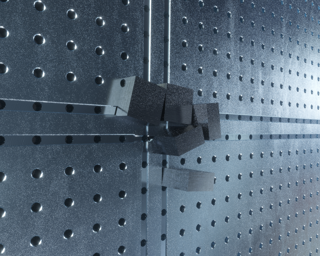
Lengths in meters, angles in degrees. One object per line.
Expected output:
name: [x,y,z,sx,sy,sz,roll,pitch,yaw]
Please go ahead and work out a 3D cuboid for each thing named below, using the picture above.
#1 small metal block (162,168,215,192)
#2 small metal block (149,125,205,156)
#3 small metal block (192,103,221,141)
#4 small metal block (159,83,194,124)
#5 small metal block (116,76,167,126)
small metal block: [0.039,0.071,0.428,0.050,0.050,0.025,9,84,-40]
small metal block: [0.023,0.015,0.414,0.050,0.050,0.025,-22,105,-38]
small metal block: [0.058,-0.009,0.444,0.025,0.050,0.050,-10,96,-40]
small metal block: [0.018,-0.032,0.426,0.050,0.025,0.050,7,86,-40]
small metal block: [-0.023,-0.033,0.392,0.050,0.025,0.050,18,78,-39]
